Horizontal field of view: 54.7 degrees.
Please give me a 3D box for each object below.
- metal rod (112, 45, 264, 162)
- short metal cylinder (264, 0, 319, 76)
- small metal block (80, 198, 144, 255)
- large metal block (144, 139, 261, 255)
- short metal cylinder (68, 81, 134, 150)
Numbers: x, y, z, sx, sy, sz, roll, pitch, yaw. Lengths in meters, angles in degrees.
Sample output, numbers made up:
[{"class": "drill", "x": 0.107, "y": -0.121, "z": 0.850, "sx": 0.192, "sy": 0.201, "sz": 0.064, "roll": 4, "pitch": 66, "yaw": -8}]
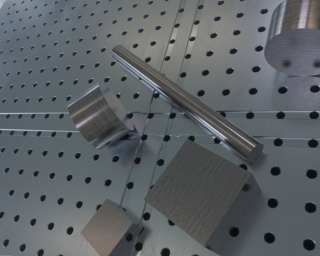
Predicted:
[{"class": "metal rod", "x": 0.017, "y": -0.051, "z": 0.430, "sx": 0.025, "sy": 0.025, "sz": 0.300, "roll": -45, "pitch": 51, "yaw": -3}, {"class": "short metal cylinder", "x": 0.164, "y": -0.103, "z": 0.350, "sx": 0.080, "sy": 0.080, "sz": 0.050, "roll": 5, "pitch": 64, "yaw": 30}, {"class": "small metal block", "x": -0.057, "y": 0.120, "z": 0.364, "sx": 0.050, "sy": 0.025, "sz": 0.050, "roll": 30, "pitch": 78, "yaw": 37}, {"class": "large metal block", "x": 0.045, "y": 0.070, "z": 0.326, "sx": 0.080, "sy": 0.050, "sz": 0.080, "roll": 29, "pitch": 78, "yaw": 37}, {"class": "short metal cylinder", "x": -0.080, "y": -0.017, "z": 0.425, "sx": 0.050, "sy": 0.080, "sz": 0.080, "roll": -33, "pitch": 52, "yaw": 7}]
